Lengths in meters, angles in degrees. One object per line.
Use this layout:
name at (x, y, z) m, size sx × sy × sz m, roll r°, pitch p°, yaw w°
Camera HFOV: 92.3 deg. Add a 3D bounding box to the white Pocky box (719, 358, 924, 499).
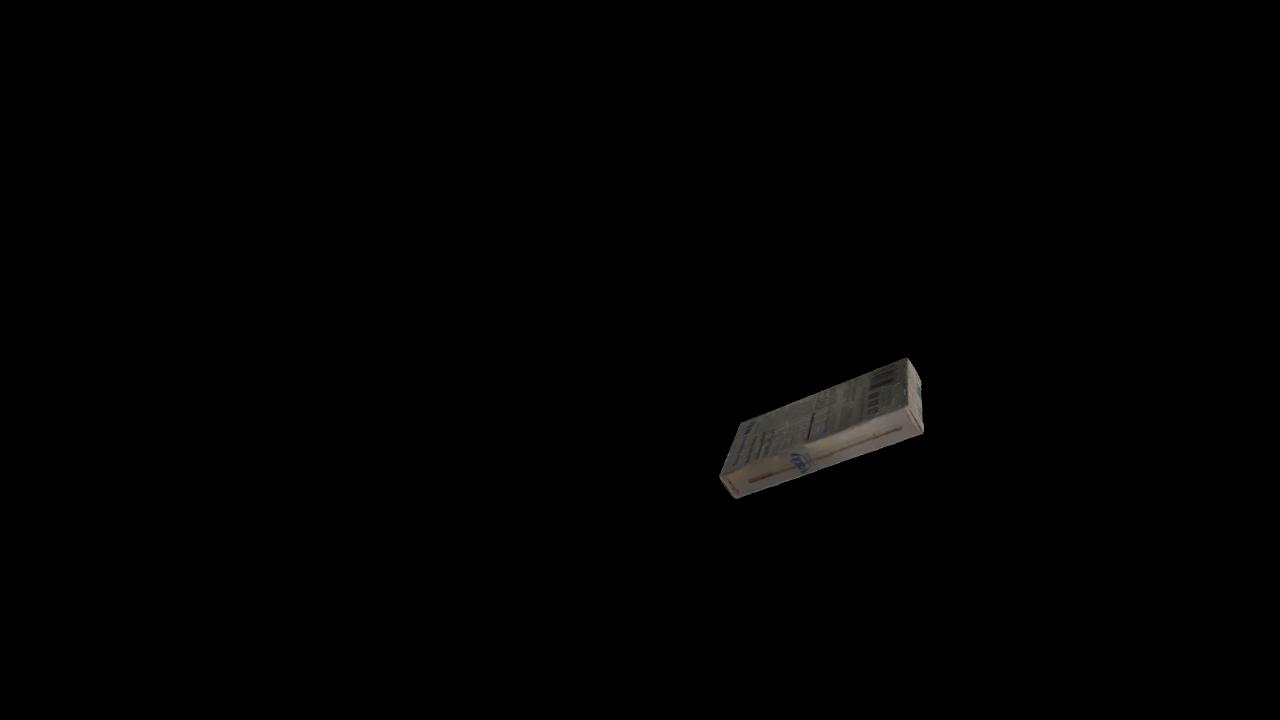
white Pocky box at (0.139, 0.053, 0.477) m, size 0.154 × 0.028 × 0.084 m, roll -28°, pitch 12°, yaw 32°
